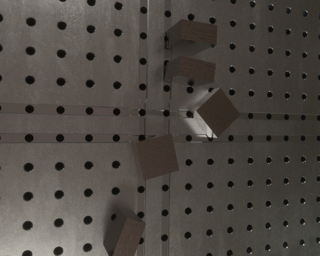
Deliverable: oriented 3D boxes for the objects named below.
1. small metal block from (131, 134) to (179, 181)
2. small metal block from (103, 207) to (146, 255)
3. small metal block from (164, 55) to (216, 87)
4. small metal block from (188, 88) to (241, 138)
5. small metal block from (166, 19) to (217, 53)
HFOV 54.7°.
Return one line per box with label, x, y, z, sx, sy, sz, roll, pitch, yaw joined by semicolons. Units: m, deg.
small metal block;-0.007;0.037;0.411;0.050;0.025;0.050;-13;95;-20
small metal block;-0.045;0.132;0.384;0.025;0.050;0.050;24;82;-19
small metal block;0.039;-0.075;0.415;0.050;0.050;0.025;8;88;-20
small metal block;0.078;-0.021;0.443;0.050;0.025;0.050;-43;104;-15
small metal block;0.042;-0.122;0.416;0.050;0.050;0.025;2;90;-20
